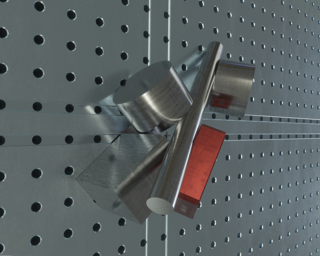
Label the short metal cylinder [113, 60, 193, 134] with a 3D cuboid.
[{"bbox_3d":[-0.008,-0.036,0.368,0.080,0.080,0.050,-51,121,-28],"label":"short metal cylinder"}]

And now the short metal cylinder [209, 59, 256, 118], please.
[{"bbox_3d":[0.107,-0.058,0.459,0.080,0.050,0.080,12,91,-78],"label":"short metal cylinder"}]

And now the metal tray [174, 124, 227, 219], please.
[{"bbox_3d":[0.047,0.061,0.396,0.130,0.030,0.090,83,31,-67],"label":"metal tray"}]

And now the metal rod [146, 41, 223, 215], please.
[{"bbox_3d":[0.043,-0.028,0.378,0.025,0.025,0.301,54,37,-26],"label":"metal rod"}]

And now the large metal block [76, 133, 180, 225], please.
[{"bbox_3d":[-0.033,0.052,0.347,0.080,0.080,0.050,-47,119,-30],"label":"large metal block"}]
